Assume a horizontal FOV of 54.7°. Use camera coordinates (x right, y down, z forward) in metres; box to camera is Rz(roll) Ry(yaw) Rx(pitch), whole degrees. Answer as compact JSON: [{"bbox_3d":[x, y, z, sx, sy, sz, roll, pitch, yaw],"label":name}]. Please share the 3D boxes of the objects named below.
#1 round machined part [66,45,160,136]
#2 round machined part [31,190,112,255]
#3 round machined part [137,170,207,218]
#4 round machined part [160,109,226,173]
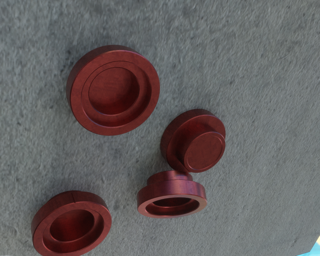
[{"bbox_3d":[-0.053,-0.043,0.341,0.099,0.042,0.097,-14,125,-21],"label":"round machined part"},{"bbox_3d":[-0.117,0.122,0.408,0.099,0.042,0.097,-14,125,-21],"label":"round machined part"},{"bbox_3d":[0.016,0.094,0.447,0.099,0.042,0.098,-4,146,-2],"label":"round machined part"},{"bbox_3d":[0.053,0.025,0.443,0.099,0.042,0.097,-14,125,-21],"label":"round machined part"}]
